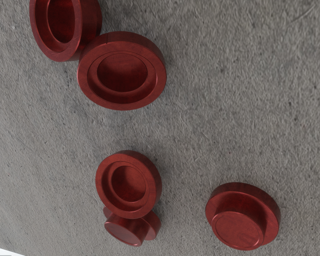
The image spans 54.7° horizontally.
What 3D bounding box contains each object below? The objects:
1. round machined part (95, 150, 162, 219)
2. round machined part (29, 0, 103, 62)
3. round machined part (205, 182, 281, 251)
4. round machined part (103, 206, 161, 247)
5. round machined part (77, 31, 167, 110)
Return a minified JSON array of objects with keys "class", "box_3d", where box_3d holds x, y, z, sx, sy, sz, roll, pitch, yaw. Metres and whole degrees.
[{"class":"round machined part","box_3d":[-0.042,0.079,0.455,0.098,0.042,0.097,5,103,22]},{"class":"round machined part","box_3d":[-0.106,-0.128,0.360,0.098,0.042,0.097,13,111,36]},{"class":"round machined part","box_3d":[0.108,0.125,0.416,0.098,0.042,0.097,13,124,21]},{"class":"round machined part","box_3d":[-0.051,0.157,0.505,0.098,0.042,0.097,18,141,16]},{"class":"round machined part","box_3d":[-0.043,-0.069,0.357,0.099,0.042,0.097,-4,138,-3]}]
